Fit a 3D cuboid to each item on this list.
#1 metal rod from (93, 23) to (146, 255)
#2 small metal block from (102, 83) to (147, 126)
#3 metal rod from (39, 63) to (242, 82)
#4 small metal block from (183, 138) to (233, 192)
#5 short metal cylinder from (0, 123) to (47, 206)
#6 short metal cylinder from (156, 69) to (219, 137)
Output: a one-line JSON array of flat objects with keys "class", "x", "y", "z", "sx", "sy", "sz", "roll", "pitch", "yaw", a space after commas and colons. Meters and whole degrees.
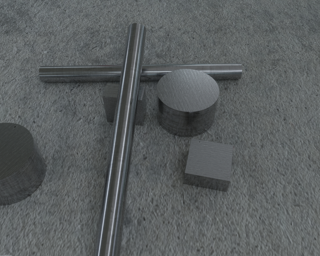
[{"class": "metal rod", "x": -0.042, "y": 0.003, "z": 0.351, "sx": 0.025, "sy": 0.025, "sz": 0.299, "roll": 3, "pitch": 65, "yaw": 3}, {"class": "small metal block", "x": -0.046, "y": -0.031, "z": 0.412, "sx": 0.050, "sy": 0.050, "sz": 0.025, "roll": 6, "pitch": 51, "yaw": 5}, {"class": "metal rod", "x": -0.028, "y": -0.084, "z": 0.473, "sx": 0.302, "sy": 0.025, "sz": 0.025, "roll": -1, "pitch": 50, "yaw": -1}, {"class": "small metal block", "x": 0.058, "y": 0.043, "z": 0.367, "sx": 0.050, "sy": 0.025, "sz": 0.050, "roll": 10, "pitch": 51, "yaw": 8}, {"class": "short metal cylinder", "x": -0.177, "y": 0.040, "z": 0.352, "sx": 0.081, "sy": 0.050, "sz": 0.080, "roll": 0, "pitch": 50, "yaw": 0}, {"class": "short metal cylinder", "x": 0.036, "y": -0.034, "z": 0.416, "sx": 0.081, "sy": 0.050, "sz": 0.080, "roll": 0, "pitch": 50, "yaw": 0}]
